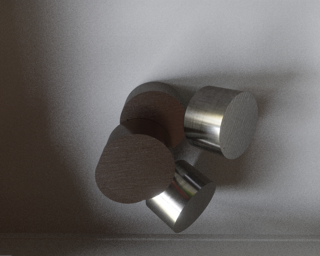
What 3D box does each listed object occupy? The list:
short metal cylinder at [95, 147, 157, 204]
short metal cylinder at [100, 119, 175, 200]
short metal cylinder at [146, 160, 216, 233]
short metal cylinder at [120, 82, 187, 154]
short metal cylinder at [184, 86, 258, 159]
[{"bbox_3d":[-0.042,0.054,0.416,0.081,0.050,0.079,0,110,-1],"label":"short metal cylinder"},{"bbox_3d":[-0.024,0.035,0.354,0.081,0.050,0.079,0,110,-1],"label":"short metal cylinder"},{"bbox_3d":[0.028,0.089,0.406,0.050,0.081,0.079,36,111,30],"label":"short metal cylinder"},{"bbox_3d":[-0.007,-0.014,0.391,0.081,0.050,0.079,0,110,-1],"label":"short metal cylinder"},{"bbox_3d":[0.074,-0.008,0.372,0.081,0.050,0.079,-18,115,-42],"label":"short metal cylinder"}]
